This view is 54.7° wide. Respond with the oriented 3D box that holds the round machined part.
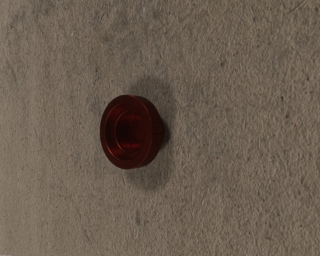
[{"bbox_3d":[-0.033,0.005,0.419,0.098,0.042,0.097,0,90,39],"label":"round machined part"}]
